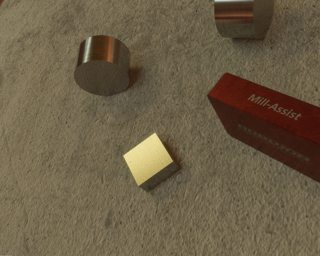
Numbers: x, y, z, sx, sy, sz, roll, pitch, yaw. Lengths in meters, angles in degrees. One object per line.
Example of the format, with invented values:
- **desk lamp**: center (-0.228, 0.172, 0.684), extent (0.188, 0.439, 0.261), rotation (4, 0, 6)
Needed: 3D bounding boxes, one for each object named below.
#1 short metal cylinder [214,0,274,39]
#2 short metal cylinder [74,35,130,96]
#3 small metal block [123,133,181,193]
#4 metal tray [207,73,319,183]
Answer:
- **short metal cylinder**: center (0.112, -0.160, 0.408), extent (0.050, 0.080, 0.080), rotation (13, 68, 33)
- **short metal cylinder**: center (-0.086, -0.093, 0.471), extent (0.080, 0.080, 0.050), rotation (-14, 56, 20)
- **small metal block**: center (-0.010, 0.042, 0.383), extent (0.050, 0.025, 0.050), rotation (-36, 51, 4)
- **metal tray**: center (0.116, 0.002, 0.299), extent (0.130, 0.090, 0.030), rotation (31, 80, 38)
